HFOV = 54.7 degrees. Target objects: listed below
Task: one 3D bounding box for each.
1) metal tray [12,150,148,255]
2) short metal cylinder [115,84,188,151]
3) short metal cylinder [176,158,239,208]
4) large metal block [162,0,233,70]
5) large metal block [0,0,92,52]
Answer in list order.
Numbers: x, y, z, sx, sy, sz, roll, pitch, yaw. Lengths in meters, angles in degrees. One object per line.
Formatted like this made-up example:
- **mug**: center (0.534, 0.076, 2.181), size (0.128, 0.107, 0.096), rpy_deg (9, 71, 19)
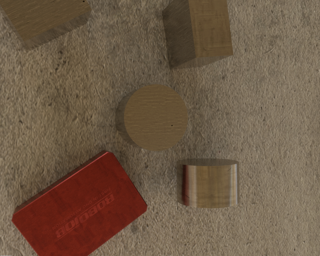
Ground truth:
- **metal tray**: center (-0.092, 0.098, 0.373), size (0.131, 0.030, 0.090), rpy_deg (-34, 101, -17)
- **short metal cylinder**: center (-0.012, -0.012, 0.392), size (0.081, 0.050, 0.080), rpy_deg (0, 90, -20)
- **short metal cylinder**: center (0.062, 0.069, 0.403), size (0.081, 0.080, 0.050), rpy_deg (-1, 91, -20)
- **large metal block**: center (0.045, -0.123, 0.397), size (0.050, 0.080, 0.080), rpy_deg (-9, 93, -20)
- **large metal block**: center (-0.136, -0.144, 0.346), size (0.080, 0.050, 0.080), rpy_deg (-33, 101, -17)
